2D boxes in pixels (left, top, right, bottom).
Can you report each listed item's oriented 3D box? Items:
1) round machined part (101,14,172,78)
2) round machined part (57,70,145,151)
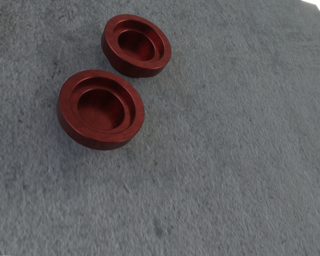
[{"bbox_3d":[-0.037,-0.111,0.442,0.099,0.042,0.098,14,56,-21],"label":"round machined part"},{"bbox_3d":[-0.071,-0.017,0.366,0.099,0.042,0.098,14,56,-21],"label":"round machined part"}]
